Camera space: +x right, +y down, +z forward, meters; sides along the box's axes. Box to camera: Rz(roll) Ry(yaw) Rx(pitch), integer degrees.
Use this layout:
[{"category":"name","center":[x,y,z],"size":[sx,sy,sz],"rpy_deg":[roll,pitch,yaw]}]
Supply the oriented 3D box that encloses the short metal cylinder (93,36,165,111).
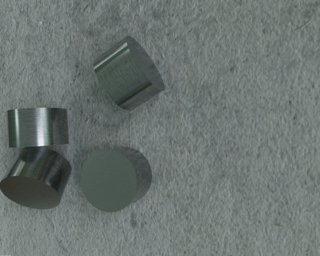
[{"category":"short metal cylinder","center":[-0.038,-0.068,0.392],"size":[0.050,0.080,0.080],"rpy_deg":[-31,80,17]}]

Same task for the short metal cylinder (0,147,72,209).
[{"category":"short metal cylinder","center":[-0.171,0.071,0.432],"size":[0.080,0.080,0.050],"rpy_deg":[-12,42,19]}]

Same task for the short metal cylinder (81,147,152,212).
[{"category":"short metal cylinder","center":[-0.057,0.067,0.415],"size":[0.080,0.050,0.079],"rpy_deg":[0,90,19]}]

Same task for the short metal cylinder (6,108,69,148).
[{"category":"short metal cylinder","center":[-0.172,0.000,0.439],"size":[0.080,0.080,0.050],"rpy_deg":[-4,89,19]}]
